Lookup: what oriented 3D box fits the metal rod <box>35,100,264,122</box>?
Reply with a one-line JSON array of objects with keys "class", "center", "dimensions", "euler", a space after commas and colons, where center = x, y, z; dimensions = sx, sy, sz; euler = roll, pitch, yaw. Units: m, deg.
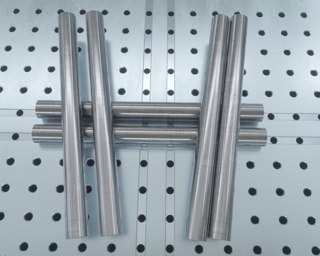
[{"class": "metal rod", "center": [-0.014, -0.023, 0.421], "dimensions": [0.302, 0.025, 0.025], "euler": [1, 70, 0]}]

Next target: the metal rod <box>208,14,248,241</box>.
[{"class": "metal rod", "center": [0.089, -0.016, 0.392], "dimensions": [0.025, 0.025, 0.299], "euler": [9, 70, 3]}]

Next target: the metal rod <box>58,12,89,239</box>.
[{"class": "metal rod", "center": [-0.112, -0.018, 0.392], "dimensions": [0.025, 0.025, 0.299], "euler": [-8, 70, -3]}]

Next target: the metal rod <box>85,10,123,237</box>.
[{"class": "metal rod", "center": [-0.074, -0.021, 0.393], "dimensions": [0.025, 0.025, 0.299], "euler": [-7, 70, -3]}]

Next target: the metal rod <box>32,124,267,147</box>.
[{"class": "metal rod", "center": [-0.013, 0.010, 0.409], "dimensions": [0.302, 0.025, 0.025], "euler": [1, 70, 0]}]

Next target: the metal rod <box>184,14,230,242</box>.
[{"class": "metal rod", "center": [0.063, -0.015, 0.392], "dimensions": [0.025, 0.025, 0.299], "euler": [9, 70, 3]}]
